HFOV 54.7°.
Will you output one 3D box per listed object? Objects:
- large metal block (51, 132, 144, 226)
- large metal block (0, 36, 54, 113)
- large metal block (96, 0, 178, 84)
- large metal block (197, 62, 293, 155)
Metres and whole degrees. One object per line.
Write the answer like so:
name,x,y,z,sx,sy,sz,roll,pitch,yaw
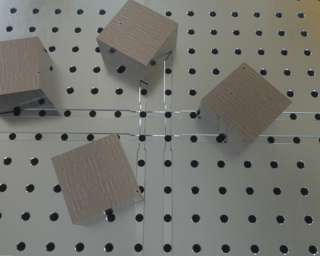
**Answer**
large metal block,-0.073,0.063,0.375,0.080,0.050,0.080,-22,72,-8
large metal block,-0.196,-0.071,0.422,0.081,0.050,0.080,-9,70,-4
large metal block,-0.030,-0.124,0.443,0.080,0.050,0.080,31,73,10
large metal block,0.108,-0.026,0.409,0.080,0.050,0.080,-41,76,-14
